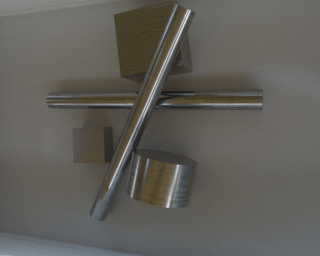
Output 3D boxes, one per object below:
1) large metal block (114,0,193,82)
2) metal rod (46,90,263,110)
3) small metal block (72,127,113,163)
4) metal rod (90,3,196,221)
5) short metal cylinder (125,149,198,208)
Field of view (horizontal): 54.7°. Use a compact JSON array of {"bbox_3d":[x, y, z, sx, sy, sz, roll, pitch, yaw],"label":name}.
[{"bbox_3d":[-0.008,-0.108,0.399,0.080,0.050,0.080,-7,88,19],"label":"large metal block"},{"bbox_3d":[-0.020,-0.037,0.416,0.301,0.025,0.025,2,91,19],"label":"metal rod"},{"bbox_3d":[-0.096,0.024,0.443,0.050,0.025,0.050,-2,89,19],"label":"small metal block"},{"bbox_3d":[-0.030,-0.002,0.385,0.025,0.025,0.298,31,113,17],"label":"metal rod"},{"bbox_3d":[0.002,0.059,0.380,0.080,0.080,0.050,12,94,19],"label":"short metal cylinder"}]
